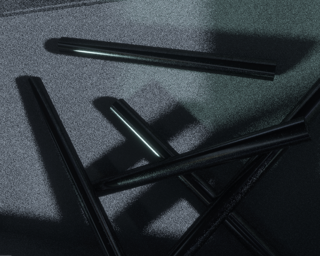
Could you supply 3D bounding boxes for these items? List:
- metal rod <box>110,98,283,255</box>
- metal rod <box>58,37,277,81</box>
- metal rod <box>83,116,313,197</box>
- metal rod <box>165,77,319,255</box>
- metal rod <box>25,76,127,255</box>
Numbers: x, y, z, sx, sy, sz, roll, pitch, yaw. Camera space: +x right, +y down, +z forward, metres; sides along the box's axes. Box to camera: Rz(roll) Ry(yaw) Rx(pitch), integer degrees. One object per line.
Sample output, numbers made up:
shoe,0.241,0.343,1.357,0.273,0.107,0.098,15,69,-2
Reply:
metal rod,0.044,0.070,0.394,0.300,0.025,0.025,44,104,14
metal rod,-0.004,-0.095,0.411,0.301,0.025,0.025,11,94,19
metal rod,0.020,0.045,0.372,0.300,0.025,0.025,-20,83,30
metal rod,0.111,0.044,0.352,0.025,0.025,0.299,41,96,15
metal rod,-0.123,0.049,0.431,0.025,0.025,0.299,-37,70,16
